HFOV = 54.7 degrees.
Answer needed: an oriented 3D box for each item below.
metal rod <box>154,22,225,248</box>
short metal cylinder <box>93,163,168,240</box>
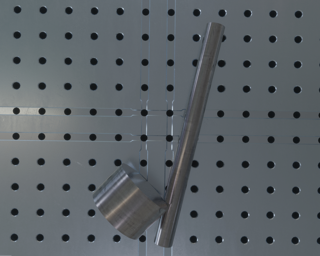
[{"bbox_3d":[0.039,0.009,0.413,0.025,0.025,0.298,14,90,0],"label":"metal rod"},{"bbox_3d":[-0.036,0.090,0.386,0.080,0.080,0.050,45,90,0],"label":"short metal cylinder"}]
